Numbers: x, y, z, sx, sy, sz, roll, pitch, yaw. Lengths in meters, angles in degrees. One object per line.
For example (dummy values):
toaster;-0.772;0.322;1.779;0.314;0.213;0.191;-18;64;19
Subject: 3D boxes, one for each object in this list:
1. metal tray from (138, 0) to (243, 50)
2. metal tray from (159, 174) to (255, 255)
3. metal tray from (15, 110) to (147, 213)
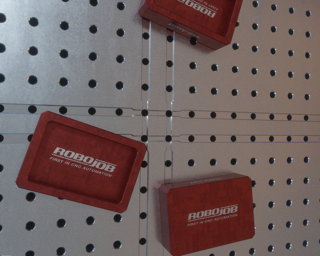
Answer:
metal tray;0.046;-0.175;0.426;0.131;0.030;0.090;19;84;-19
metal tray;0.068;0.118;0.435;0.131;0.030;0.090;-5;92;-20
metal tray;-0.092;0.042;0.376;0.131;0.030;0.090;20;83;-19
